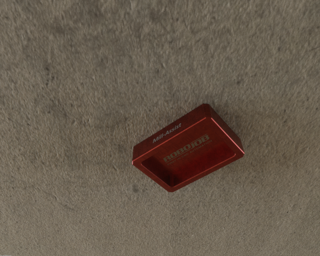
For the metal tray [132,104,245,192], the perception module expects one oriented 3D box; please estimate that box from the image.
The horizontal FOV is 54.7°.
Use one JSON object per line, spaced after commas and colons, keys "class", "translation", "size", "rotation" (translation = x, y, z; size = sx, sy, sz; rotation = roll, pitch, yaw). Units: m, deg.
{"class": "metal tray", "translation": [0.038, 0.033, 0.432], "size": [0.130, 0.030, 0.090], "rotation": [-32, 124, 24]}
